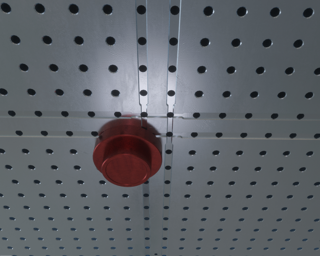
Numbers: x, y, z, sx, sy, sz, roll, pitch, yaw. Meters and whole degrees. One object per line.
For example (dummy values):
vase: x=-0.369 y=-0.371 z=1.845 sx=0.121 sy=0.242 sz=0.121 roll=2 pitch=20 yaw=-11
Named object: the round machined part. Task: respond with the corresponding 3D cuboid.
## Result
round machined part: x=-0.046 y=0.046 z=0.439 sx=0.099 sy=0.042 sz=0.097 roll=0 pitch=130 yaw=0
